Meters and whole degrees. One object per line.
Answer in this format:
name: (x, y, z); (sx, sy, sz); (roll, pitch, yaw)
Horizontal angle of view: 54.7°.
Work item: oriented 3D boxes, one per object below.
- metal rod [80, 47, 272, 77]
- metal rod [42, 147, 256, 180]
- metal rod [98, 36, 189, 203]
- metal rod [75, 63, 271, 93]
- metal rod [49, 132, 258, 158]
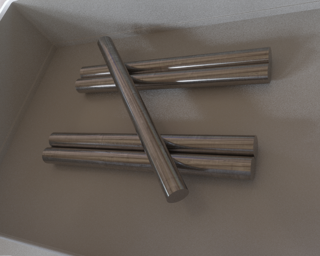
metal rod: (0.005, -0.090, 0.456); (0.300, 0.025, 0.025); (1, 62, 28)
metal rod: (-0.035, 0.042, 0.396); (0.300, 0.025, 0.025); (0, 62, 28)
metal rod: (-0.036, -0.034, 0.412); (0.025, 0.025, 0.300); (-33, 51, 7)
metal rod: (0.000, -0.068, 0.445); (0.300, 0.025, 0.025); (1, 62, 28)
metal rod: (-0.029, 0.019, 0.407); (0.300, 0.025, 0.025); (0, 62, 28)
